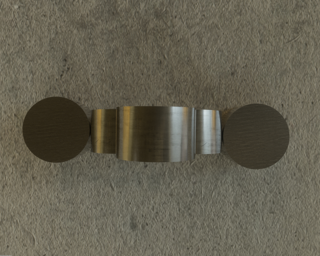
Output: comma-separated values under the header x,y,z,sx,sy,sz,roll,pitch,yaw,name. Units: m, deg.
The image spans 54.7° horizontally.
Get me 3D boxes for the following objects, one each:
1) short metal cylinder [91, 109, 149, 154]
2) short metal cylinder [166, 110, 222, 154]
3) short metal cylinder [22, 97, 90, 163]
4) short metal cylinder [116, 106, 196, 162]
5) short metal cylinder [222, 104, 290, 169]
x,y,z,sx,sy,sz,roll,pitch,yaw,name
-0.044,0.004,0.383,0.081,0.080,0.050,0,90,0,short metal cylinder
0.036,0.005,0.384,0.081,0.080,0.050,0,89,0,short metal cylinder
-0.125,0.002,0.397,0.081,0.050,0.080,0,90,-1,short metal cylinder
-0.004,0.005,0.314,0.081,0.080,0.050,1,91,0,short metal cylinder
0.116,0.010,0.399,0.081,0.050,0.080,0,91,-1,short metal cylinder
